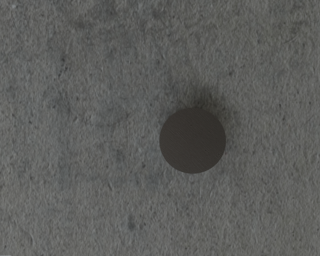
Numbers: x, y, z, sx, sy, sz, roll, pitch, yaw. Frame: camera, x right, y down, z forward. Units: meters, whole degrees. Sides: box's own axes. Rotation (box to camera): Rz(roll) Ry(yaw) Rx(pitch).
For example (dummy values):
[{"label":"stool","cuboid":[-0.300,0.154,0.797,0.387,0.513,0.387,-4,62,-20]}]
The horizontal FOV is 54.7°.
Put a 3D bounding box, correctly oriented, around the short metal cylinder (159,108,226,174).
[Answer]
[{"label":"short metal cylinder","cuboid":[0.039,0.015,0.398,0.081,0.050,0.079,0,90,-1]}]
